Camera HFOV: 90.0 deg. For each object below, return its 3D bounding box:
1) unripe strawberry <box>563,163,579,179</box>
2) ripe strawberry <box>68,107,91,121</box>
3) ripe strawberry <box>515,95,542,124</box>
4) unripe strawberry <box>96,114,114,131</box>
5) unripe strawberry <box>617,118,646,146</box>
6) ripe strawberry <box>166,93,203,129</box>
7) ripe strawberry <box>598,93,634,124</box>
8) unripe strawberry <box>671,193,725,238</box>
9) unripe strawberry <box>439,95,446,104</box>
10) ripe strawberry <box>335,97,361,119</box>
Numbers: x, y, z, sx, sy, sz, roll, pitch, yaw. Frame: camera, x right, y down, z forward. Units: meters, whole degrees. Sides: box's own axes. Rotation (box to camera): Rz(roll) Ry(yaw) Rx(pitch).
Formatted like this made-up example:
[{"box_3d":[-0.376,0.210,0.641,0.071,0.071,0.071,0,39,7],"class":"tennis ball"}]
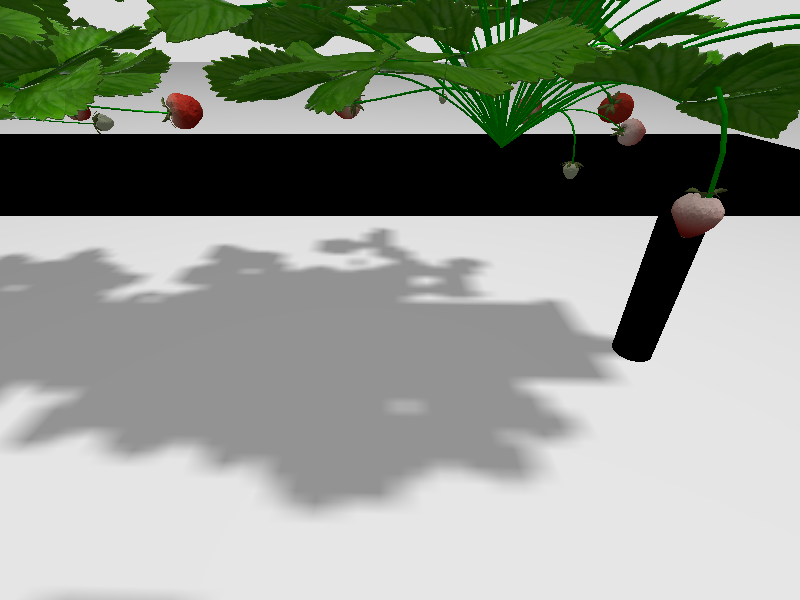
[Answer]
[{"box_3d":[0.102,-0.077,0.240,0.009,0.010,0.010,-5,33,-8],"class":"unripe strawberry"},{"box_3d":[-0.357,-0.211,0.445,0.024,0.021,0.024,2,26,3],"class":"ripe strawberry"},{"box_3d":[0.139,-0.205,0.433,0.028,0.029,0.030,13,34,20],"class":"ripe strawberry"},{"box_3d":[-0.289,-0.173,0.391,0.016,0.016,0.017,-27,41,-36],"class":"unripe strawberry"},{"box_3d":[0.196,-0.142,0.338,0.021,0.021,0.020,3,32,-9],"class":"unripe strawberry"},{"box_3d":[-0.213,-0.188,0.398,0.032,0.033,0.029,-16,36,-25],"class":"ripe strawberry"},{"box_3d":[0.230,-0.202,0.424,0.034,0.029,0.034,3,23,-44],"class":"ripe strawberry"},{"box_3d":[0.127,-0.036,0.173,0.018,0.019,0.019,-7,33,-11],"class":"unripe strawberry"},{"box_3d":[0.055,-0.258,0.516,0.011,0.011,0.011,-4,32,-6],"class":"unripe strawberry"},{"box_3d":[-0.066,-0.232,0.467,0.036,0.038,0.039,-25,40,-34],"class":"ripe strawberry"}]
